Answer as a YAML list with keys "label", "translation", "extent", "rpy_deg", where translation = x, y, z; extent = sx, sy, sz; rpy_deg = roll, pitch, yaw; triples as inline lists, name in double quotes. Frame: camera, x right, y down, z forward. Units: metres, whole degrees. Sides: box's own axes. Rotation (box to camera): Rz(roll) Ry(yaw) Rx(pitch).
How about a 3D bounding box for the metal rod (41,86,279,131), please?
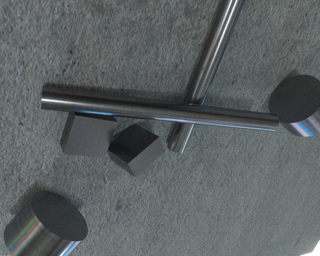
- label: "metal rod"
  translation: [0.017, -0.020, 0.377]
  extent: [0.302, 0.025, 0.025]
  rpy_deg: [5, 116, -22]

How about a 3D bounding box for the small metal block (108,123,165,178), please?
- label: "small metal block"
  translation: [-0.031, 0.026, 0.382]
  extent: [0.050, 0.050, 0.025]
  rpy_deg: [-40, 132, -23]

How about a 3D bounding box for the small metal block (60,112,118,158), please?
- label: "small metal block"
  translation: [-0.084, 0.005, 0.364]
  extent: [0.050, 0.025, 0.050]
  rpy_deg: [10, 114, -32]

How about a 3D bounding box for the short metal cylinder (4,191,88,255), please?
- label: "short metal cylinder"
  translation: [-0.135, 0.123, 0.373]
  extent: [0.050, 0.080, 0.080]
  rpy_deg: [-48, 129, 6]

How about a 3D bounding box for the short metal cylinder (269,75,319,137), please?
- label: "short metal cylinder"
  translation: [0.214, -0.033, 0.468]
  extent: [0.050, 0.080, 0.080]
  rpy_deg: [31, 101, -38]

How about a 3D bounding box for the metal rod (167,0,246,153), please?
- label: "metal rod"
  translation: [0.069, -0.101, 0.381]
  extent: [0.025, 0.025, 0.298]
  rpy_deg: [6, 116, -31]
